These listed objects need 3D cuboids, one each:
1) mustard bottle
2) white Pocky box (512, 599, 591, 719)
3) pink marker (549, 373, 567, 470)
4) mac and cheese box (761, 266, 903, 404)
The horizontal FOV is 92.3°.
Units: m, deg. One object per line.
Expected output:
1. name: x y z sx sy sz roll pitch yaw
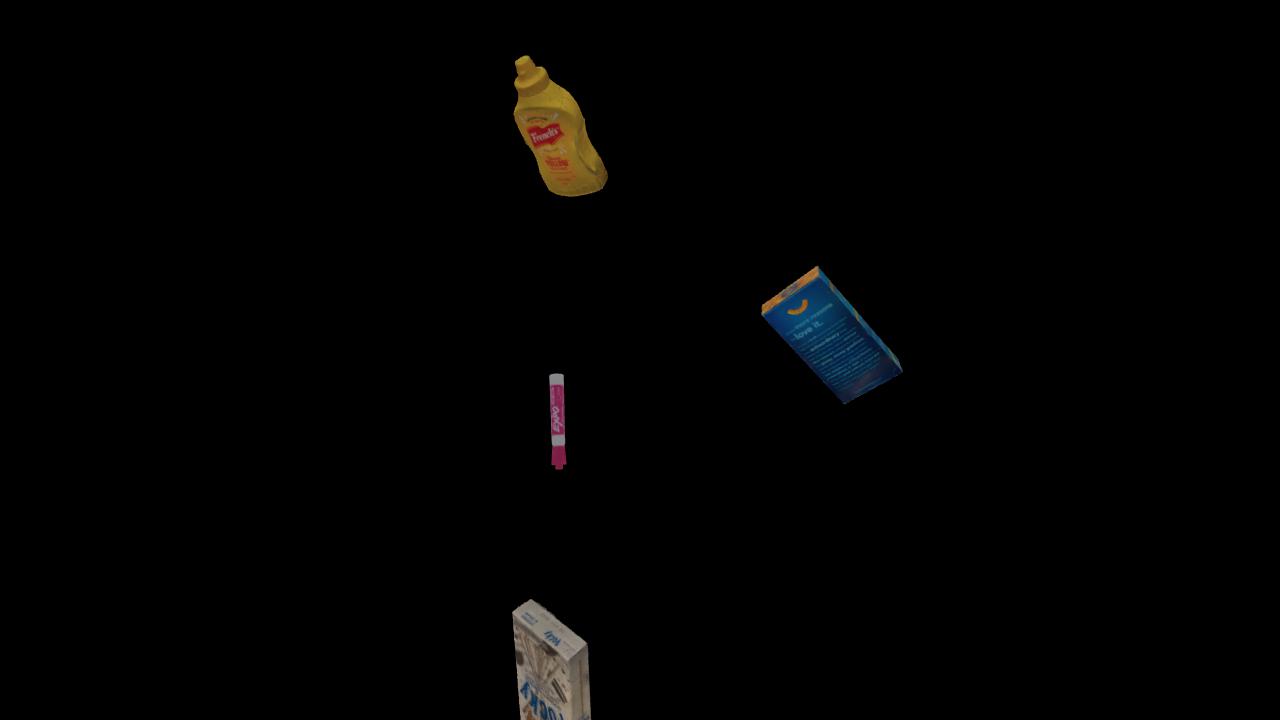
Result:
1. mustard bottle: -0.111 -0.296 0.780 0.092 0.054 0.184 12 -31 28
2. white Pocky box: -0.082 0.310 0.581 0.084 0.154 0.028 18 28 38
3. pink marker: -0.104 0.078 0.779 0.020 0.121 0.020 -4 -15 -1
4. mac and cheese box: 0.257 -0.029 0.823 0.093 0.184 0.041 -36 20 30
